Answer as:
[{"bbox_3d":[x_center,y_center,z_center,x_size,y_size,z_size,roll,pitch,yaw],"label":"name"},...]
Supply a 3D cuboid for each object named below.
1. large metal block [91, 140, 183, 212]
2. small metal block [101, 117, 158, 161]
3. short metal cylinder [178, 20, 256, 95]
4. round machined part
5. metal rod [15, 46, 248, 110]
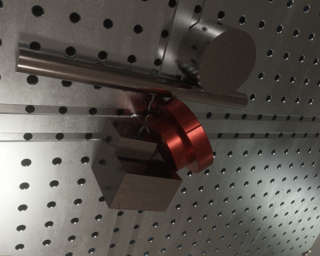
[{"bbox_3d":[-0.032,0.059,0.396,0.081,0.080,0.050,14,112,-34],"label":"large metal block"},{"bbox_3d":[-0.039,0.013,0.384,0.050,0.050,0.025,12,112,-34],"label":"small metal block"},{"bbox_3d":[0.070,-0.087,0.381,0.081,0.050,0.079,-14,124,-21],"label":"short metal cylinder"},{"bbox_3d":[0.020,0.015,0.385,0.042,0.098,0.098,-29,129,-13],"label":"round machined part"},{"bbox_3d":[-0.008,-0.052,0.375,0.302,0.025,0.025,6,116,-32],"label":"metal rod"}]
